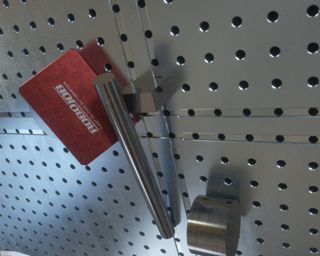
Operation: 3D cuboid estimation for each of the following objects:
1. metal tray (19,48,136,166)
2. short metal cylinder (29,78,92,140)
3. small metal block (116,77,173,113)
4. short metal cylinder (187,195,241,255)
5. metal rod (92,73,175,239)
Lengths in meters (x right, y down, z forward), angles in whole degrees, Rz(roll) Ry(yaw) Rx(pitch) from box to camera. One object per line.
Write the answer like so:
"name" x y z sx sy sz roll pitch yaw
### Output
"metal tray" -0.107 -0.027 0.413 0.090 0.030 0.130 -39 99 -4
"short metal cylinder" -0.141 -0.029 0.451 0.080 0.050 0.079 14 125 21
"small metal block" -0.019 -0.041 0.380 0.050 0.050 0.025 0 118 28
"short metal cylinder" 0.075 0.134 0.419 0.050 0.080 0.080 2 119 27
"metal rod" -0.024 0.060 0.421 0.025 0.025 0.299 4 133 26
